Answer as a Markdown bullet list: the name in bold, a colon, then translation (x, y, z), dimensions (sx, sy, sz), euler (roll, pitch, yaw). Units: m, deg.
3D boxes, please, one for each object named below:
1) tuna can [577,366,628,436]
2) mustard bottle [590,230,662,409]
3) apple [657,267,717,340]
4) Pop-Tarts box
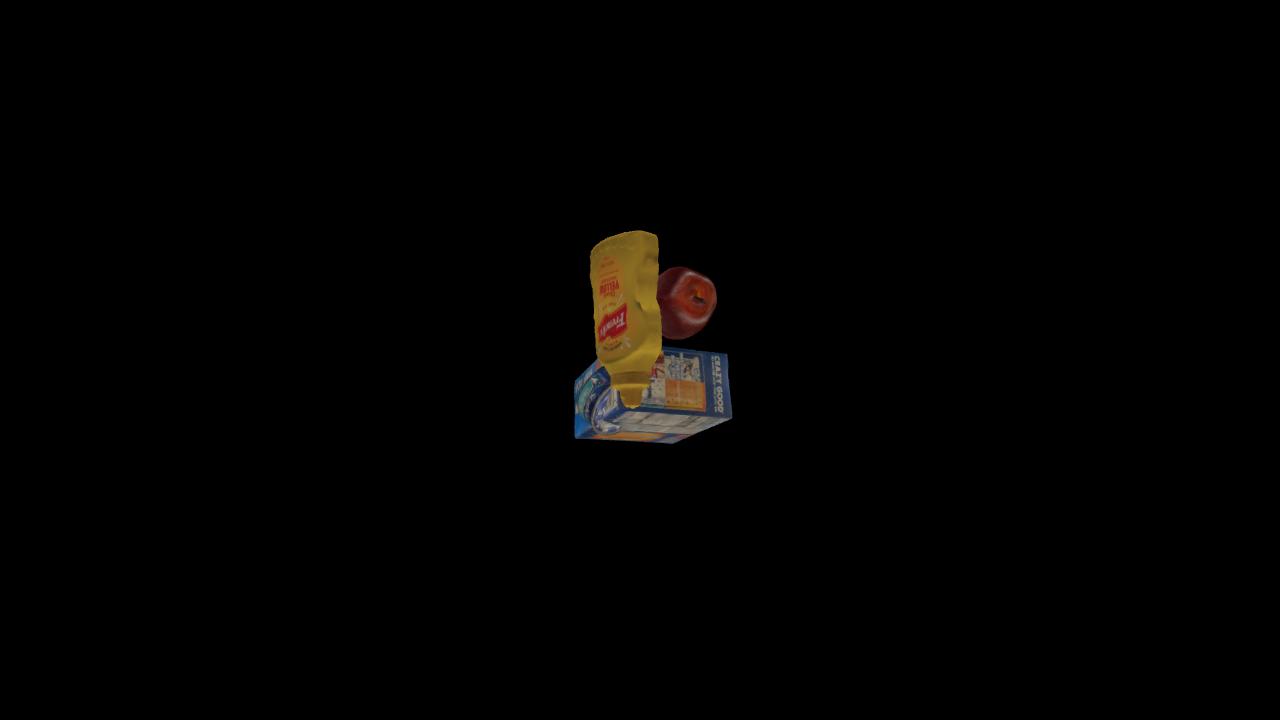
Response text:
- **tuna can**: translation (-0.029, 0.043, 0.699), dimensions (0.084, 0.084, 0.034), euler (0, 32, -47)
- **mustard bottle**: translation (-0.013, -0.039, 0.662), dimensions (0.092, 0.184, 0.054), euler (-11, -12, 41)
- **apple**: translation (0.043, -0.061, 0.679), dimensions (0.079, 0.079, 0.093), euler (0, -3, -28)
- **Pop-Tarts box**: translation (0.009, 0.046, 0.749), dimensions (0.141, 0.083, 0.167), euler (6, -19, -20)
